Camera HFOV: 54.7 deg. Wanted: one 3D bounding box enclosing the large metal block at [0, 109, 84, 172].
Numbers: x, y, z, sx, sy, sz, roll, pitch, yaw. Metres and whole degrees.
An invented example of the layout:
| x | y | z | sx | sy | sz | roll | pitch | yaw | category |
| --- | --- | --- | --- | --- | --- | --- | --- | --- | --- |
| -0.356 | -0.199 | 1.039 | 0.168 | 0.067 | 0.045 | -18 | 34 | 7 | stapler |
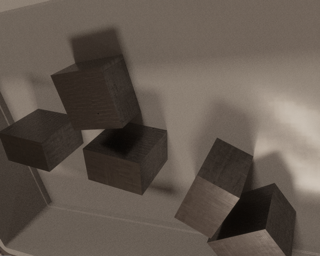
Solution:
| x | y | z | sx | sy | sz | roll | pitch | yaw | category |
| --- | --- | --- | --- | --- | --- | --- | --- | --- | --- |
| -0.178 | 0.015 | 0.474 | 0.080 | 0.080 | 0.050 | 11 | 123 | 22 | large metal block |

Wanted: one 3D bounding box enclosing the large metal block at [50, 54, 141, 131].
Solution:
| x | y | z | sx | sy | sz | roll | pitch | yaw | category |
| --- | --- | --- | --- | --- | --- | --- | --- | --- | --- |
| -0.082 | -0.045 | 0.406 | 0.080 | 0.050 | 0.080 | -3 | 117 | 29 | large metal block |

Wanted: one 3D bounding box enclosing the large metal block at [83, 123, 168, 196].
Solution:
| x | y | z | sx | sy | sz | roll | pitch | yaw | category |
| --- | --- | --- | --- | --- | --- | --- | --- | --- | --- |
| -0.043 | 0.036 | 0.416 | 0.080 | 0.080 | 0.050 | 12 | 123 | 21 | large metal block |

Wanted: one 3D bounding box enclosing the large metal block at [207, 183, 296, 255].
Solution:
| x | y | z | sx | sy | sz | roll | pitch | yaw | category |
| --- | --- | --- | --- | --- | --- | --- | --- | --- | --- |
| 0.116 | 0.124 | 0.388 | 0.080 | 0.080 | 0.050 | -31 | 102 | 37 | large metal block |

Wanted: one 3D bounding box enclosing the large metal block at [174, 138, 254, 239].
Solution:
| x | y | z | sx | sy | sz | roll | pitch | yaw | category |
| --- | --- | --- | --- | --- | --- | --- | --- | --- | --- |
| 0.067 | 0.072 | 0.382 | 0.050 | 0.080 | 0.079 | 28 | 128 | 10 | large metal block |
